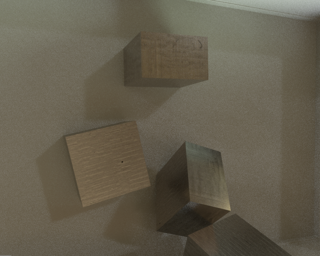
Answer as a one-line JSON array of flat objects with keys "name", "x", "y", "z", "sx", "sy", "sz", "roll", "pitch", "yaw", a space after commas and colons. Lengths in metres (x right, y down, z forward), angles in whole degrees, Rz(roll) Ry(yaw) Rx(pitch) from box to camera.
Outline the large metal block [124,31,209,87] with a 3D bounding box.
[{"name": "large metal block", "x": 0.004, "y": -0.080, "z": 0.383, "sx": 0.081, "sy": 0.080, "sz": 0.050, "roll": -1, "pitch": 91, "yaw": -20}]

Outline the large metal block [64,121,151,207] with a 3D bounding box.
[{"name": "large metal block", "x": -0.065, "y": 0.039, "z": 0.373, "sx": 0.081, "sy": 0.050, "sz": 0.080, "roll": -14, "pitch": 95, "yaw": -20}]

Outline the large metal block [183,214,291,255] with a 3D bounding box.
[{"name": "large metal block", "x": 0.082, "y": 0.148, "z": 0.338, "sx": 0.081, "sy": 0.080, "sz": 0.050, "roll": -9, "pitch": 118, "yaw": -38}]

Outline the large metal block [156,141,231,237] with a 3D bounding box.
[{"name": "large metal block", "x": 0.036, "y": 0.076, "z": 0.377, "sx": 0.050, "sy": 0.080, "sz": 0.080, "roll": 18, "pitch": 45, "yaw": -19}]
